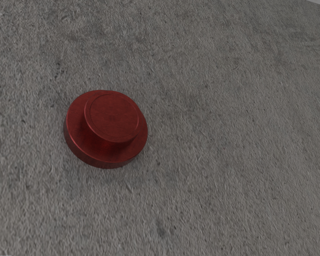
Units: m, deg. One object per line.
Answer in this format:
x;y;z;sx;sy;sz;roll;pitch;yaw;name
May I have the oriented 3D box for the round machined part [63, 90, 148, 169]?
-0.059;-0.005;0.364;0.099;0.042;0.098;13;56;-21;round machined part
